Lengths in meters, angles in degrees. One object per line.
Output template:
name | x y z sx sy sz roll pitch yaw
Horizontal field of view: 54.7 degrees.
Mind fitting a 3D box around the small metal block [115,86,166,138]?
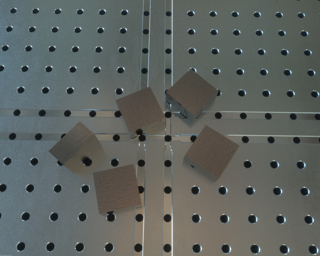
small metal block | -0.026 -0.021 0.419 0.050 0.025 0.050 -23 72 -9

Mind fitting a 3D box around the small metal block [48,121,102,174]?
small metal block | -0.104 0.025 0.388 0.025 0.050 0.050 40 75 13

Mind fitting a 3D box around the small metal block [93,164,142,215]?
small metal block | -0.052 0.077 0.383 0.050 0.025 0.050 -12 71 -5

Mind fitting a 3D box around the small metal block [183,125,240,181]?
small metal block | 0.066 0.033 0.401 0.050 0.025 0.050 33 73 11

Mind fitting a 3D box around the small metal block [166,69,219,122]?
small metal block | 0.044 -0.045 0.429 0.050 0.025 0.050 42 75 13
